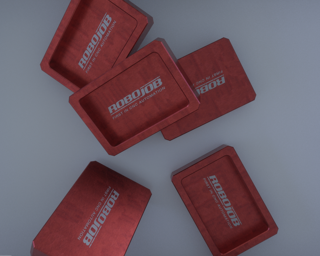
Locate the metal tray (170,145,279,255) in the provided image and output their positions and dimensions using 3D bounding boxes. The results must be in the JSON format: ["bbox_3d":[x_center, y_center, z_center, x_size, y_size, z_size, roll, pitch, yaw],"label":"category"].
[{"bbox_3d":[0.083,0.098,0.410,0.090,0.030,0.130,-29,90,-1],"label":"metal tray"}]

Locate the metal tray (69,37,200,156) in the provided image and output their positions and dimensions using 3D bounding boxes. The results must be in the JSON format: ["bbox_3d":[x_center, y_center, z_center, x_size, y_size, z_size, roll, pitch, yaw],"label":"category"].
[{"bbox_3d":[-0.029,-0.034,0.367,0.130,0.030,0.090,-29,106,17],"label":"metal tray"}]

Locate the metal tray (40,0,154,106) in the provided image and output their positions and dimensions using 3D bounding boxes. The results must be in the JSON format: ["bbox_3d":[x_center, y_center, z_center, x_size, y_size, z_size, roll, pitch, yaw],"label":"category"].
[{"bbox_3d":[-0.080,-0.104,0.384,0.090,0.030,0.129,35,112,-1],"label":"metal tray"}]

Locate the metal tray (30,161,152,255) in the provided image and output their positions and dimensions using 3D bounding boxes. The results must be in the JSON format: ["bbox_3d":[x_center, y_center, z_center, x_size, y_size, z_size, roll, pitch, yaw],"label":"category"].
[{"bbox_3d":[-0.074,0.109,0.364,0.090,0.130,0.030,28,131,0],"label":"metal tray"}]

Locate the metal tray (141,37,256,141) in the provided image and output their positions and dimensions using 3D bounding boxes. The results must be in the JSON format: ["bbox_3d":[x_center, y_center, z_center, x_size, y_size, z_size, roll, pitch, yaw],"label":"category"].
[{"bbox_3d":[0.047,-0.050,0.410,0.131,0.030,0.090,-26,90,-1],"label":"metal tray"}]
